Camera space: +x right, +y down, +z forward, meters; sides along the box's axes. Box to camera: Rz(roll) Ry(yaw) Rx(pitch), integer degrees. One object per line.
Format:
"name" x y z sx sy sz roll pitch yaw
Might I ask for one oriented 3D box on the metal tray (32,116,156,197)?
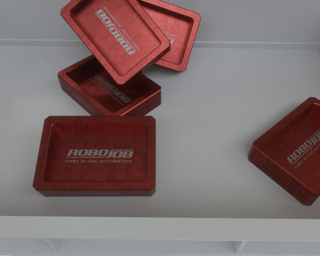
"metal tray" -0.070 0.032 0.360 0.131 0.030 0.090 0 64 -1

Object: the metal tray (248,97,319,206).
"metal tray" 0.187 0.023 0.385 0.131 0.030 0.090 -33 58 -25

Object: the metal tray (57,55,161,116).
"metal tray" -0.073 -0.058 0.449 0.091 0.030 0.130 -37 59 -27

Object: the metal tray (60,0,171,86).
"metal tray" -0.059 -0.134 0.424 0.090 0.030 0.130 -39 91 5

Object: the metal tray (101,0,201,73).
"metal tray" -0.014 -0.144 0.464 0.131 0.089 0.030 15 5 -10
